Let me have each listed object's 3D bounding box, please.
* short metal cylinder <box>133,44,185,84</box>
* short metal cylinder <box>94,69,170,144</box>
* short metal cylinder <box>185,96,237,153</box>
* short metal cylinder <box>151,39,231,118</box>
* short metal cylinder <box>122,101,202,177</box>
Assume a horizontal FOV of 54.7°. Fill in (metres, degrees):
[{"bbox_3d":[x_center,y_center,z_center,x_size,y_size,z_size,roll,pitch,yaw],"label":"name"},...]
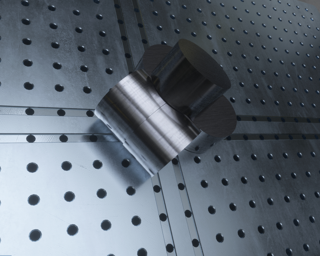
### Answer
[{"bbox_3d":[0.004,-0.071,0.437,0.081,0.050,0.080,14,56,-21],"label":"short metal cylinder"},{"bbox_3d":[-0.031,-0.025,0.373,0.050,0.080,0.080,47,51,4],"label":"short metal cylinder"},{"bbox_3d":[0.058,-0.012,0.431,0.081,0.050,0.080,14,56,-21],"label":"short metal cylinder"},{"bbox_3d":[0.037,-0.059,0.367,0.080,0.050,0.080,31,32,-22],"label":"short metal cylinder"},{"bbox_3d":[0.003,0.013,0.368,0.050,0.080,0.080,47,51,4],"label":"short metal cylinder"}]
